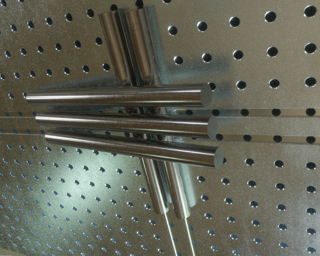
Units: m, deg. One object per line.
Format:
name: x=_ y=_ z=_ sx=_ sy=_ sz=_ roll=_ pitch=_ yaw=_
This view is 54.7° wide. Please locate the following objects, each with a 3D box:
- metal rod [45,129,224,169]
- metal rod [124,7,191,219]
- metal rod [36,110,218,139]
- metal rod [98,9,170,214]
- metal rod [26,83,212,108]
metal rod: x=-0.057 y=0.023 z=0.427 sx=0.300 sy=0.025 sz=0.025 roll=5 pitch=121 yaw=35
metal rod: x=0.003 y=-0.001 z=0.408 sx=0.025 sy=0.025 sz=0.298 roll=1 pitch=119 yaw=27
metal rod: x=-0.067 y=-0.008 z=0.413 sx=0.300 sy=0.025 sz=0.025 roll=4 pitch=121 yaw=35
metal rod: x=-0.028 y=-0.004 z=0.422 sx=0.025 sy=0.025 sz=0.298 roll=1 pitch=119 yaw=27
metal rod: x=-0.076 y=-0.040 z=0.398 sx=0.300 sy=0.025 sz=0.025 roll=3 pitch=120 yaw=35
